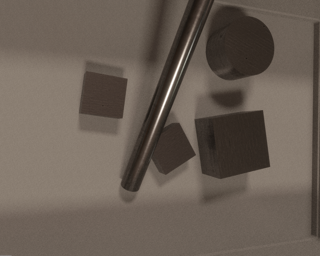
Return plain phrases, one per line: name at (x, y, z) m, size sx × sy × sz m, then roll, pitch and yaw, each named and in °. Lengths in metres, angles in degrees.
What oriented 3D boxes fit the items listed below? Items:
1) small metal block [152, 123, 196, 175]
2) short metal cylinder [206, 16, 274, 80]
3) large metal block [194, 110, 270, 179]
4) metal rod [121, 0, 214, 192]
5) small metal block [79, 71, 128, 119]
small metal block at (0.012, 0.027, 0.416) m, size 0.050 × 0.025 × 0.050 m, roll -31°, pitch 101°, yaw -18°
short metal cylinder at (0.113, -0.111, 0.440) m, size 0.081 × 0.050 × 0.079 m, roll 0°, pitch 90°, yaw -21°
large metal block at (0.101, 0.021, 0.436) m, size 0.081 × 0.050 × 0.079 m, roll -9°, pitch 94°, yaw -20°
metal rod at (0.013, -0.057, 0.352) m, size 0.025 × 0.025 × 0.298 m, roll 14°, pitch 110°, yaw -20°
small metal block at (-0.071, -0.040, 0.385) m, size 0.050 × 0.025 × 0.050 m, roll 8°, pitch 87°, yaw -20°
